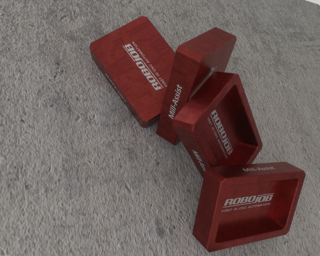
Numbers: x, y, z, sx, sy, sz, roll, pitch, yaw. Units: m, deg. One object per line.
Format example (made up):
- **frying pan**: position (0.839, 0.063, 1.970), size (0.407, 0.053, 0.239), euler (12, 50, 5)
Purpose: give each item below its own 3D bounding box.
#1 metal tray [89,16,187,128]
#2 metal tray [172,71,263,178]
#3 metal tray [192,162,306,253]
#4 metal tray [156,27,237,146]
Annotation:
- **metal tray**: position (-0.021, -0.076, 0.414), size (0.090, 0.030, 0.130), euler (-33, 80, -15)
- **metal tray**: position (0.075, 0.009, 0.371), size (0.090, 0.030, 0.130), euler (-49, 131, -22)
- **metal tray**: position (0.107, 0.090, 0.367), size (0.131, 0.089, 0.030), euler (0, 17, -28)
- **metal tray**: position (0.043, -0.050, 0.385), size (0.030, 0.129, 0.091), euler (33, 44, 20)
